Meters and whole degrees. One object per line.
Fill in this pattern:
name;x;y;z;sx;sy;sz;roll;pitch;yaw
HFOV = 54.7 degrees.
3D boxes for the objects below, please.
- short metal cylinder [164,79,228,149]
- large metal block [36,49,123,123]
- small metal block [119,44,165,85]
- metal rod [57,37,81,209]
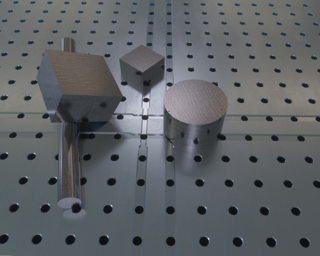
short metal cylinder;0.045;-0.019;0.407;0.081;0.050;0.080;0;50;0
large metal block;-0.107;-0.054;0.410;0.081;0.050;0.080;-3;52;-39
small metal block;-0.028;-0.102;0.493;0.050;0.025;0.050;34;58;25
metal rod;-0.127;-0.031;0.432;0.025;0.025;0.300;-8;51;-7
